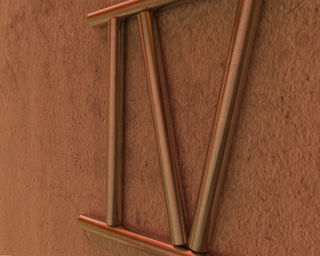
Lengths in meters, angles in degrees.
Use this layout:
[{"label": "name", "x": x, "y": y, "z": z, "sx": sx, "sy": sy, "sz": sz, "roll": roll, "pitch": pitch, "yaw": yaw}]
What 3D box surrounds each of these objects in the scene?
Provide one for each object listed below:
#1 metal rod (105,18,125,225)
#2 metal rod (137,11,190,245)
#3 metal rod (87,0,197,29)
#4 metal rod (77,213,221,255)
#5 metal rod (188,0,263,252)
[{"label": "metal rod", "x": -0.066, "y": -0.009, "z": 0.458, "sx": 0.025, "sy": 0.025, "sz": 0.298, "roll": 1, "pitch": 91, "yaw": 39}, {"label": "metal rod", "x": 0.004, "y": -0.006, "z": 0.400, "sx": 0.025, "sy": 0.025, "sz": 0.298, "roll": -15, "pitch": 81, "yaw": 39}, {"label": "metal rod", "x": 0.011, "y": -0.167, "z": 0.396, "sx": 0.300, "sy": 0.025, "sz": 0.025, "roll": 2, "pitch": 91, "yaw": 39}, {"label": "metal rod", "x": -0.009, "y": 0.155, "z": 0.410, "sx": 0.300, "sy": 0.025, "sz": 0.025, "roll": 2, "pitch": 91, "yaw": 39}, {"label": "metal rod", "x": 0.072, "y": -0.005, "z": 0.345, "sx": 0.025, "sy": 0.025, "sz": 0.298, "roll": 17, "pitch": 101, "yaw": 38}]
